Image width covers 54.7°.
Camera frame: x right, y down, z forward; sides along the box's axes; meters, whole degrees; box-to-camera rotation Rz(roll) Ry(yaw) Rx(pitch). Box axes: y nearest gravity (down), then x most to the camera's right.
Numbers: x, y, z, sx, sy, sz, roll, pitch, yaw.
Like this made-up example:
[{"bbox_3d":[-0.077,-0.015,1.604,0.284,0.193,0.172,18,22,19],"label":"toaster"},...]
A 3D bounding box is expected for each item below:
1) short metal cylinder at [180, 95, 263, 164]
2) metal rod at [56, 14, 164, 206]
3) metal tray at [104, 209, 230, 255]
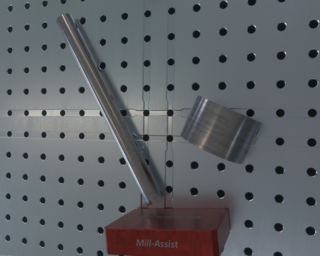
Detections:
[{"bbox_3d":[0.070,0.001,0.358,0.080,0.080,0.050,26,99,18],"label":"short metal cylinder"},{"bbox_3d":[-0.074,-0.032,0.438,0.025,0.025,0.299,-31,80,17],"label":"metal rod"},{"bbox_3d":[0.012,0.123,0.373,0.130,0.090,0.030,-5,88,20],"label":"metal tray"}]
